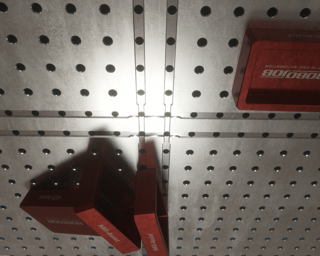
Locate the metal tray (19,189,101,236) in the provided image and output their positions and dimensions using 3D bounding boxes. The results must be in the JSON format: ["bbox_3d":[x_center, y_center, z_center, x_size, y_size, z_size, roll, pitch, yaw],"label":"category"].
[{"bbox_3d":[-0.148,0.136,0.497,0.130,0.030,0.090,-8,133,30],"label":"metal tray"}]

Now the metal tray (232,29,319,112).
[{"bbox_3d":[0.157,-0.063,0.356,0.131,0.030,0.089,1,130,-2],"label":"metal tray"}]

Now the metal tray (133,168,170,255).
[{"bbox_3d":[-0.010,0.138,0.486,0.030,0.090,0.129,-8,130,6],"label":"metal tray"}]

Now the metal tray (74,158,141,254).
[{"bbox_3d":[-0.071,0.119,0.469,0.030,0.090,0.130,-21,127,16],"label":"metal tray"}]
